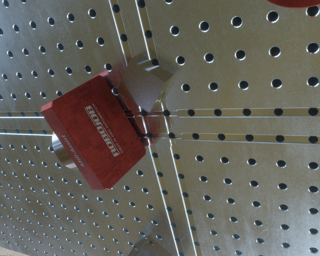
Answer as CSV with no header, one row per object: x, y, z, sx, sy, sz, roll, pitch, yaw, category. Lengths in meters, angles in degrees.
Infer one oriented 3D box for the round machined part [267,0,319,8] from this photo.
0.117,-0.150,0.246,0.098,0.042,0.097,13,124,21,round machined part

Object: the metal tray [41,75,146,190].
-0.083,0.006,0.413,0.030,0.090,0.130,-14,111,44,metal tray

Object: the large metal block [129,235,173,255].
-0.021,0.252,0.542,0.080,0.080,0.050,42,129,-1,large metal block

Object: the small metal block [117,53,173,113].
-0.019,-0.056,0.387,0.050,0.025,0.050,34,129,5,small metal block

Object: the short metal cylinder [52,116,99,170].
-0.103,0.016,0.440,0.050,0.080,0.080,-18,109,35,short metal cylinder
